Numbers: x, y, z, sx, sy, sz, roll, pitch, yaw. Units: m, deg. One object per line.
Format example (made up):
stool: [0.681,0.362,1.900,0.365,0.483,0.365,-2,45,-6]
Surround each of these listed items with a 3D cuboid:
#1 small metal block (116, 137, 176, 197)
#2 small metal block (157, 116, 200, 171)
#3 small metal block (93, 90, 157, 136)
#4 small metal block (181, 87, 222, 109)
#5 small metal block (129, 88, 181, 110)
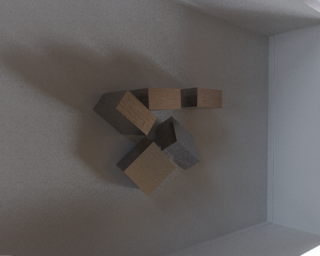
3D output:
small metal block: [-0.017,0.048,0.386,0.050,0.025,0.050,-46,119,-12]
small metal block: [0.024,0.020,0.412,0.050,0.025,0.050,41,25,-33]
small metal block: [-0.041,-0.016,0.358,0.050,0.050,0.025,44,64,-32]
small metal block: [0.051,-0.040,0.436,0.050,0.050,0.025,0,90,-40]
small metal block: [-0.010,-0.034,0.384,0.050,0.050,0.025,-4,93,-40]
